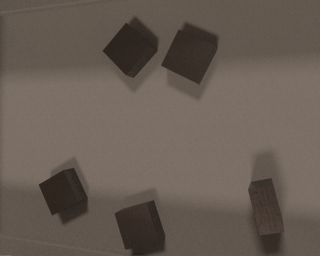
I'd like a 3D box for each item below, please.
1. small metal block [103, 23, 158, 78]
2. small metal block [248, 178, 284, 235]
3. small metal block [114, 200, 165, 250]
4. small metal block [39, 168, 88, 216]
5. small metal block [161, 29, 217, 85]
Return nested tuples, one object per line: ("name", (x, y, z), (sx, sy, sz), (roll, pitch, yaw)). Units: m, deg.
("small metal block", (-0.041, -0.105, 0.424), (0.050, 0.025, 0.050), (-46, 76, 14))
("small metal block", (0.122, 0.088, 0.354), (0.025, 0.050, 0.050), (-15, 85, 19))
("small metal block", (-0.027, 0.131, 0.419), (0.050, 0.025, 0.050), (-20, 84, 18))
("small metal block", (-0.144, 0.094, 0.460), (0.050, 0.025, 0.050), (-30, 81, 17))
("small metal block", (0.037, -0.090, 0.397), (0.050, 0.025, 0.050), (29, 99, 17))
